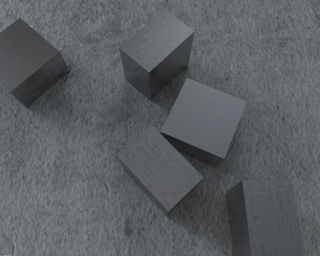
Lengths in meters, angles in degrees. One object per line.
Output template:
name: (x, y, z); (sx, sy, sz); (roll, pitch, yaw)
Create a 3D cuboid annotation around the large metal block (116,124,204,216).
large metal block: (-0.001, 0.053, 0.360); (0.050, 0.080, 0.080); (-41, 76, -14)

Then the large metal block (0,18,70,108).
large metal block: (-0.188, -0.089, 0.425); (0.080, 0.050, 0.080); (40, 75, 13)

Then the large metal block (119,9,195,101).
large metal block: (-0.004, -0.094, 0.413); (0.050, 0.080, 0.080); (42, 75, 13)

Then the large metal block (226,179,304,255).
large metal block: (0.111, 0.104, 0.342); (0.050, 0.080, 0.080); (-2, 70, -1)

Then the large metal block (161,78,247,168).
large metal block: (0.054, -0.006, 0.398); (0.080, 0.050, 0.080); (23, 72, 8)
